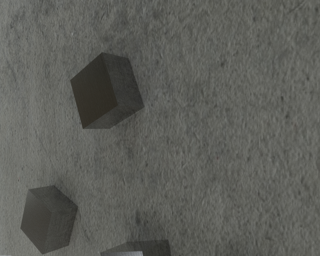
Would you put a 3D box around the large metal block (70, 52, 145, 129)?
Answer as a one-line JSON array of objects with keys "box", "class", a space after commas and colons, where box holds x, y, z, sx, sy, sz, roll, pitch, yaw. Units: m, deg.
[{"box": [-0.078, -0.051, 0.451, 0.080, 0.050, 0.080, -29, 72, 36], "class": "large metal block"}]

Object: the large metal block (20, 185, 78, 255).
[{"box": [-0.197, 0.159, 0.548, 0.080, 0.050, 0.079, 26, 106, 36], "class": "large metal block"}]

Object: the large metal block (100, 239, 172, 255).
[{"box": [-0.027, 0.197, 0.409, 0.080, 0.050, 0.080, -20, 78, 38], "class": "large metal block"}]
